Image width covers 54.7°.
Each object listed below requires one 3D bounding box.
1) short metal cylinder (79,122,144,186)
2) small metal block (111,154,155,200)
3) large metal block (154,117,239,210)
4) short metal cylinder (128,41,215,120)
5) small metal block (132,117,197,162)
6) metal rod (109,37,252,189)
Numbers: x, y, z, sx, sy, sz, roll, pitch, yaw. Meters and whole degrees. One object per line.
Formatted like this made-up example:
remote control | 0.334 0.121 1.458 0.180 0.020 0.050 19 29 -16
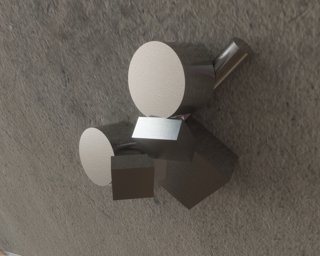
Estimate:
short metal cylinder | -0.068 0.034 0.429 0.080 0.050 0.079 12 108 41
small metal block | -0.034 0.061 0.382 0.050 0.025 0.050 -3 123 -8
large metal block | 0.039 0.046 0.397 0.080 0.050 0.080 41 129 -1
short metal cylinder | 0.011 -0.052 0.334 0.080 0.050 0.079 12 108 42
small metal block | 0.006 0.013 0.331 0.050 0.025 0.050 2 150 27
metal rod | 0.006 0.003 0.405 0.025 0.025 0.298 41 129 -1
